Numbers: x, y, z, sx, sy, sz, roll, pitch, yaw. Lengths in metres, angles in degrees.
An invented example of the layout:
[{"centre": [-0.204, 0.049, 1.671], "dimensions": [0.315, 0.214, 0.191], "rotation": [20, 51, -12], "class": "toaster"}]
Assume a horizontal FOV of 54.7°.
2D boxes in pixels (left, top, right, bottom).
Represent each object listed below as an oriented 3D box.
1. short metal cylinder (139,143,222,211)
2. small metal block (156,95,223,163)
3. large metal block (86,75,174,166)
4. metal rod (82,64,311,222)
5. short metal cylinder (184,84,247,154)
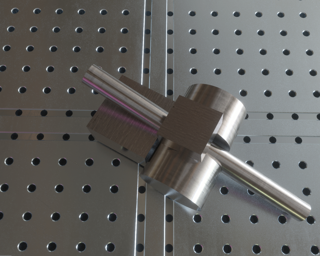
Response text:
[{"centre": [0.024, 0.054, 0.359], "dimensions": [0.080, 0.080, 0.050], "rotation": [28, 73, 10], "class": "short metal cylinder"}, {"centre": [0.032, 0.000, 0.324], "dimensions": [0.050, 0.025, 0.050], "rotation": [25, 72, 17], "class": "small metal block"}, {"centre": [-0.032, -0.008, 0.395], "dimensions": [0.080, 0.050, 0.080], "rotation": [28, 72, 9], "class": "large metal block"}, {"centre": [0.046, 0.020, 0.359], "dimensions": [0.301, 0.025, 0.025], "rotation": [33, 73, -5], "class": "metal rod"}, {"centre": [0.059, -0.010, 0.384], "dimensions": [0.080, 0.080, 0.050], "rotation": [26, 72, 9], "class": "short metal cylinder"}]
